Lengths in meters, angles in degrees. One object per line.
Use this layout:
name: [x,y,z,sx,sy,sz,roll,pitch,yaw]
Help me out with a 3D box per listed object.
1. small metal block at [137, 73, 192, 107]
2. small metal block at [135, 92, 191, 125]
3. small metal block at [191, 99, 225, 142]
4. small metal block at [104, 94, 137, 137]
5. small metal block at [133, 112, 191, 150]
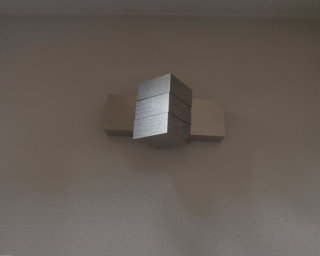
small metal block: [0.007,-0.042,0.399,0.050,0.050,0.025,-11,65,35]
small metal block: [0.005,-0.018,0.391,0.050,0.050,0.025,-12,65,34]
small metal block: [0.058,-0.010,0.413,0.050,0.025,0.050,3,70,0]
small metal block: [-0.045,-0.016,0.413,0.050,0.025,0.050,4,70,1]
small metal block: [0.003,0.005,0.382,0.050,0.050,0.025,-12,65,34]
